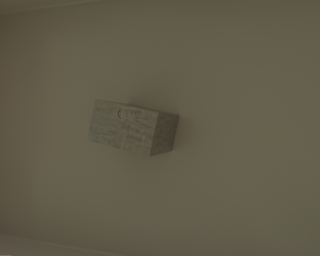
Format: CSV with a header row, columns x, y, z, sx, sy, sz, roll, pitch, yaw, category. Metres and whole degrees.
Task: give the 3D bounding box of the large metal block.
x,y,z,sx,sy,sz,roll,pitch,yaw,category
-0.030,-0.001,0.388,0.080,0.080,0.050,13,95,19,large metal block
